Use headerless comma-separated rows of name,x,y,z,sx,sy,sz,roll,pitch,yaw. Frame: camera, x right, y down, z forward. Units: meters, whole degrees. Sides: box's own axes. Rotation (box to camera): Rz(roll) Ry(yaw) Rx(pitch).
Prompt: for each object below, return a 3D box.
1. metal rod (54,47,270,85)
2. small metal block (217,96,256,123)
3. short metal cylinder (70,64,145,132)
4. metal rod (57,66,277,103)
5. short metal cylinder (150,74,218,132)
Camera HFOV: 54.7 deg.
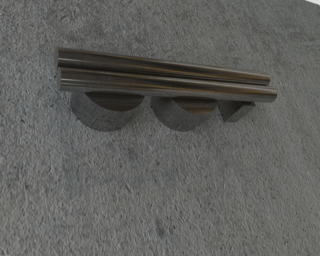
metal rod,0.024,-0.073,0.397,0.303,0.025,0.025,0,62,-28
small metal block,0.113,-0.042,0.477,0.025,0.050,0.050,-1,62,-29
short metal cylinder,-0.064,-0.042,0.379,0.081,0.050,0.080,14,56,-21
metal rod,0.030,-0.050,0.387,0.303,0.025,0.025,0,62,-28
short metal cylinder,0.033,-0.041,0.432,0.081,0.050,0.080,14,56,-21
